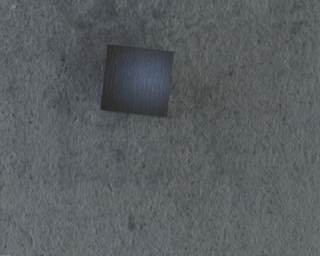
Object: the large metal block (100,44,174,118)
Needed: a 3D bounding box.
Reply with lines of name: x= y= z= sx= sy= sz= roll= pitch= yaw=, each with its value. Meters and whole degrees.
large metal block: x=-0.027 y=-0.057 z=0.397 sx=0.081 sy=0.050 sz=0.079 roll=6 pitch=90 yaw=-1
